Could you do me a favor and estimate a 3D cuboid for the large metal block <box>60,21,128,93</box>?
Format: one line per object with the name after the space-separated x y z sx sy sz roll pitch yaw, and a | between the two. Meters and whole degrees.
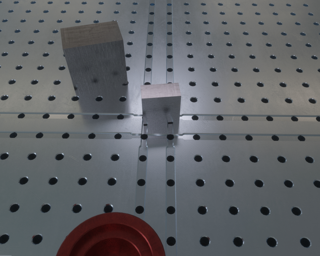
-0.095 -0.105 0.459 0.081 0.080 0.050 -12 51 -10 | large metal block

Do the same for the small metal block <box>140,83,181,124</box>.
0.001 -0.033 0.419 0.050 0.050 0.025 -5 50 -4 | small metal block

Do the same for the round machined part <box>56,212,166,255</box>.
-0.043 0.132 0.285 0.099 0.042 0.098 0 50 0 | round machined part
